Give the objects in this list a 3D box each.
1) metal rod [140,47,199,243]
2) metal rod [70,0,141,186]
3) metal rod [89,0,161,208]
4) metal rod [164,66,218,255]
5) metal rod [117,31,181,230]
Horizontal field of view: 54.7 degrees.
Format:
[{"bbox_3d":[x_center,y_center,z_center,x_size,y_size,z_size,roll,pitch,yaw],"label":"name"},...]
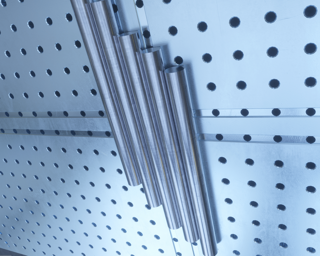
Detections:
[{"bbox_3d":[0.020,0.040,0.424,0.025,0.025,0.298,1,119,27],"label":"metal rod"},{"bbox_3d":[-0.068,-0.048,0.415,0.025,0.025,0.298,1,119,27],"label":"metal rod"},{"bbox_3d":[-0.038,-0.015,0.419,0.025,0.025,0.298,1,119,27],"label":"metal rod"},{"bbox_3d":[0.048,0.063,0.423,0.025,0.025,0.298,1,119,27],"label":"metal rod"},{"bbox_3d":[-0.007,0.021,0.425,0.025,0.025,0.298,1,119,27],"label":"metal rod"}]
